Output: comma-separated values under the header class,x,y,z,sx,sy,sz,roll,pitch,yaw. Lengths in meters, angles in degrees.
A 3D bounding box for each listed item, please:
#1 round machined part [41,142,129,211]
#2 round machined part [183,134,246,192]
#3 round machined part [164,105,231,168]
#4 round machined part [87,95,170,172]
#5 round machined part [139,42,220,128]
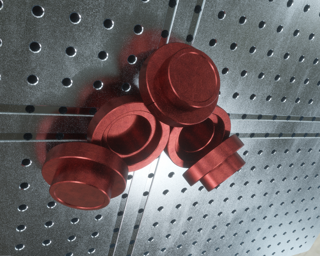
class,x,y,z,sx,sy,sz,roll,pitch,yaw
round machined part,-0.088,0.062,0.361,0.099,0.042,0.097,3,140,3
round machined part,0.084,0.055,0.447,0.098,0.042,0.098,-36,167,-9
round machined part,0.045,0.004,0.429,0.099,0.042,0.097,-14,125,-21
round machined part,-0.041,0.004,0.380,0.099,0.042,0.097,-14,125,-21
round machined part,0.029,-0.052,0.352,0.099,0.042,0.098,6,78,-28
